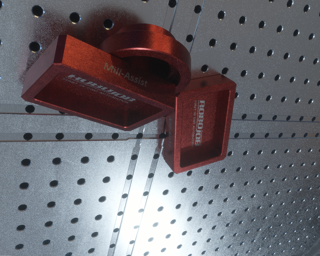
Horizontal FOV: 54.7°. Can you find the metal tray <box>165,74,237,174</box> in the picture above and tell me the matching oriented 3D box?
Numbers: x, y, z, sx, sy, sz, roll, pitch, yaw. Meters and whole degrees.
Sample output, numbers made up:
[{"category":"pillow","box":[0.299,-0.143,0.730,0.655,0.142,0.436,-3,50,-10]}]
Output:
[{"category":"metal tray","box":[0.055,-0.004,0.437,0.091,0.030,0.129,-14,124,-21]}]

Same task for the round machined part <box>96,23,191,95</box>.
[{"category":"round machined part","box":[-0.016,-0.071,0.326,0.099,0.042,0.098,2,158,1]}]

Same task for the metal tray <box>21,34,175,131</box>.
[{"category":"metal tray","box":[-0.060,-0.037,0.318,0.131,0.030,0.090,19,153,-36]}]
